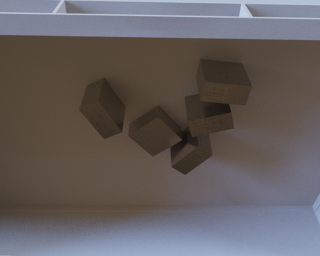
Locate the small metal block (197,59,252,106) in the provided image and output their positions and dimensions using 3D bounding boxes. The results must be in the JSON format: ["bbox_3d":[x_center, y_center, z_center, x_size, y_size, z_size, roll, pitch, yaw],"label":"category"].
[{"bbox_3d":[0.070,-0.052,0.349,0.050,0.050,0.025,5,130,-5],"label":"small metal block"}]

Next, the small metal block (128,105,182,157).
[{"bbox_3d":[-0.006,0.005,0.413,0.050,0.025,0.050,-32,124,23],"label":"small metal block"}]

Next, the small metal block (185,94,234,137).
[{"bbox_3d":[0.059,-0.019,0.377,0.050,0.050,0.025,-12,129,9],"label":"small metal block"}]

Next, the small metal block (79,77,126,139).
[{"bbox_3d":[-0.067,-0.024,0.372,0.025,0.050,0.050,-21,127,17],"label":"small metal block"}]

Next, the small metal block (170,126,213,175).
[{"bbox_3d":[0.041,0.026,0.416,0.025,0.050,0.050,34,122,-25],"label":"small metal block"}]
